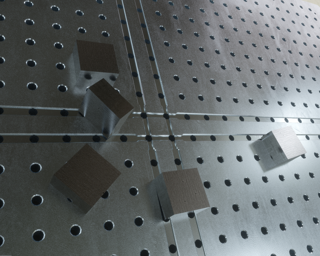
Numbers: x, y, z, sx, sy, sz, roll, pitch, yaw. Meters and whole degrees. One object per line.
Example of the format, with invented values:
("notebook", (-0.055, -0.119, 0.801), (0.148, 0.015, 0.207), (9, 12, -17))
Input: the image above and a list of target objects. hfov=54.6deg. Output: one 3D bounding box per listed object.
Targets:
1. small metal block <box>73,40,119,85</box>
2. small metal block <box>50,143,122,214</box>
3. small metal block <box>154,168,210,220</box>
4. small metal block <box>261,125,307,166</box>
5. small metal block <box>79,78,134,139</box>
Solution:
("small metal block", (-0.086, -0.087, 0.415), (0.050, 0.025, 0.050), (0, 62, -28))
("small metal block", (-0.079, 0.054, 0.333), (0.050, 0.025, 0.050), (41, 51, -1))
("small metal block", (0.026, 0.078, 0.374), (0.050, 0.025, 0.050), (-3, 63, -30))
("small metal block", (0.199, 0.027, 0.497), (0.050, 0.025, 0.050), (-11, 68, -33))
("small metal block", (-0.065, -0.022, 0.370), (0.050, 0.050, 0.025), (44, 51, 2))
